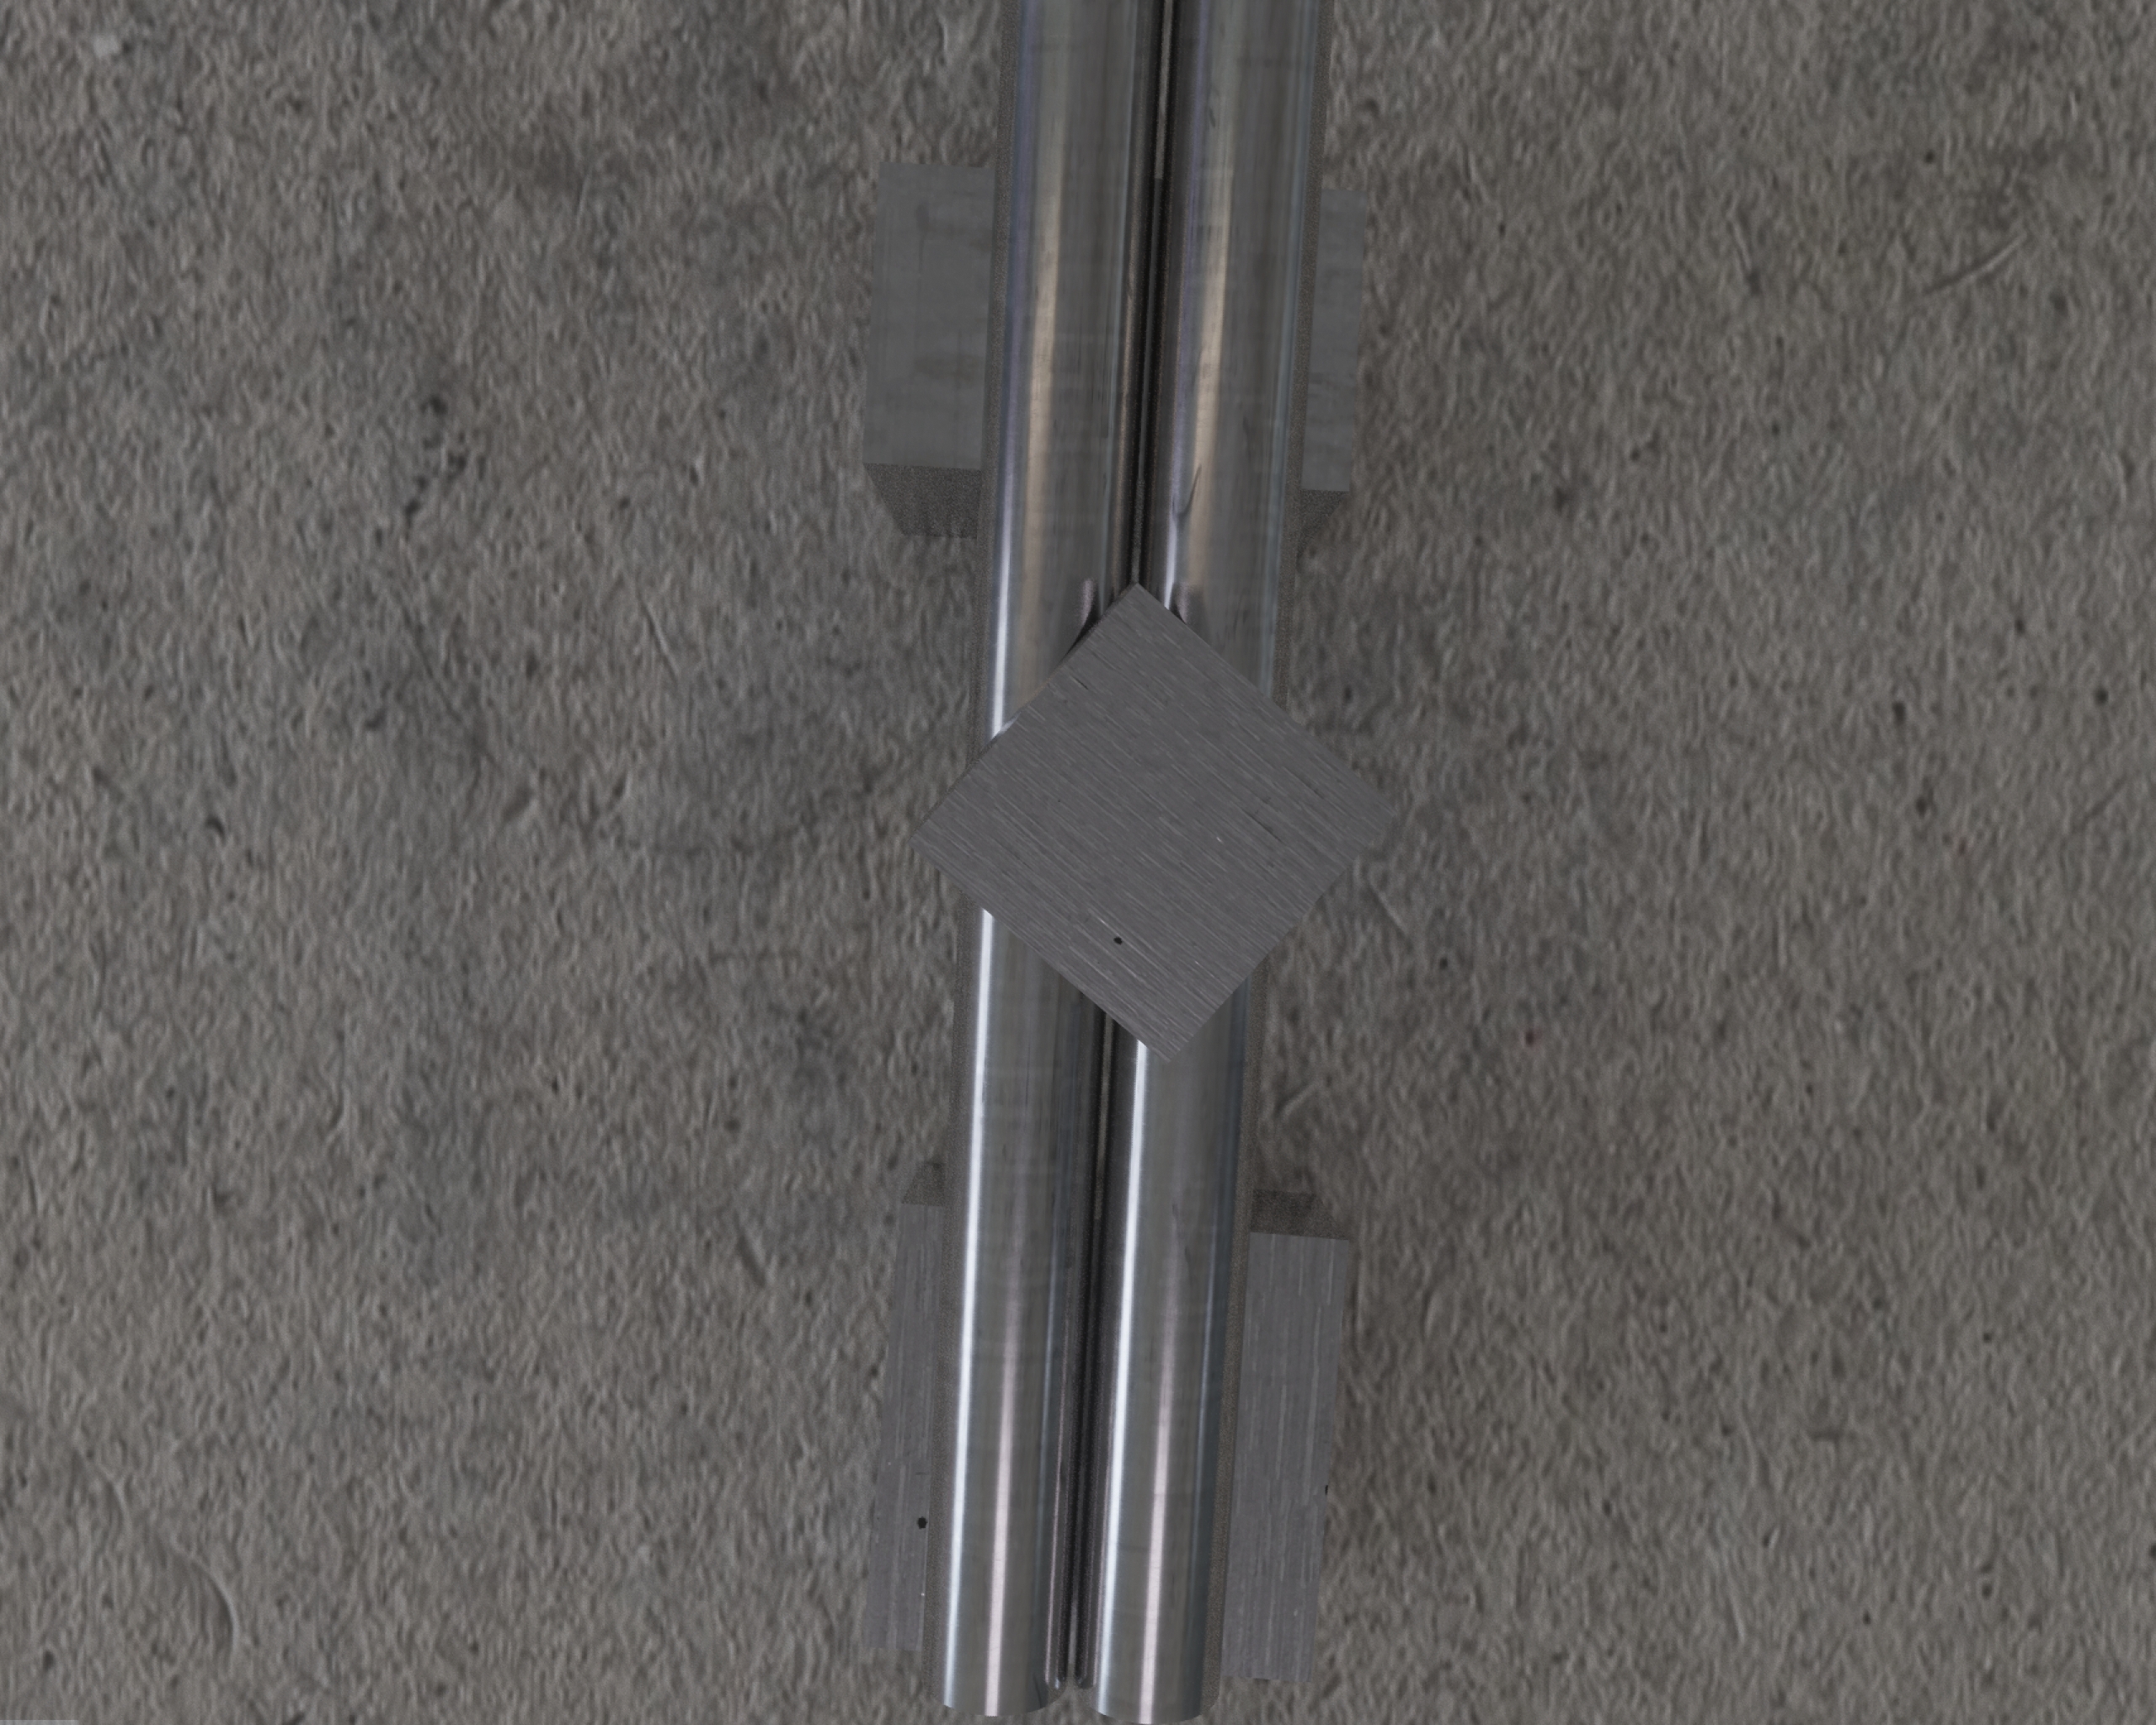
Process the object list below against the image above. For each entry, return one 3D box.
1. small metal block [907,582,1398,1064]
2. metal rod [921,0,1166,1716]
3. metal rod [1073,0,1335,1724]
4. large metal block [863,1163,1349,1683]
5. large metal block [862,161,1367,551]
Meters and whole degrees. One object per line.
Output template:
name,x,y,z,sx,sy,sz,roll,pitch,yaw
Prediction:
small metal block,0.011,-0.007,0.314,0.050,0.025,0.050,41,95,-6
metal rod,-0.006,-0.008,0.338,0.025,0.025,0.298,3,97,0
metal rod,0.020,-0.007,0.338,0.025,0.025,0.298,3,97,0
large metal block,0.005,0.104,0.398,0.080,0.050,0.080,5,90,0
large metal block,0.006,-0.089,0.384,0.080,0.080,0.050,3,90,0
